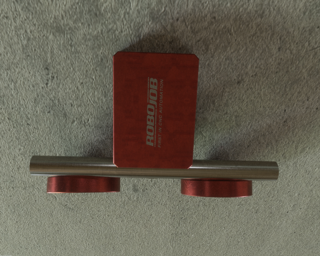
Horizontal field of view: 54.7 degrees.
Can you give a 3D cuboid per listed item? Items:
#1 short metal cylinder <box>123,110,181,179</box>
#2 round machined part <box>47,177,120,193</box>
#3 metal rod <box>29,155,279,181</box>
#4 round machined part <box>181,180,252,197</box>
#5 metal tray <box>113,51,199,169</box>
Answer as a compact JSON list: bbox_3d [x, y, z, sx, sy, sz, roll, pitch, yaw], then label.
[{"bbox_3d":[-0.009,0.022,0.412,0.081,0.050,0.079,0,130,0],"label":"short metal cylinder"},{"bbox_3d":[-0.105,0.069,0.434,0.099,0.042,0.098,-1,169,0],"label":"round machined part"},{"bbox_3d":[-0.005,0.050,0.387,0.302,0.025,0.025,2,130,-2],"label":"metal rod"},{"bbox_3d":[0.079,0.072,0.437,0.099,0.042,0.098,0,173,0],"label":"round machined part"},{"bbox_3d":[-0.006,-0.020,0.353,0.091,0.030,0.129,1,104,-2],"label":"metal tray"}]
